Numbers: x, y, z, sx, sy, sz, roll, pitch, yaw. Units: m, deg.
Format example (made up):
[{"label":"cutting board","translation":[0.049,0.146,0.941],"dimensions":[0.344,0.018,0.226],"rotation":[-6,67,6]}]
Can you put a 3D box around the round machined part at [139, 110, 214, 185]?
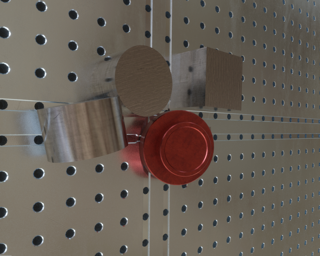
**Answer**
[{"label":"round machined part","translation":[0.026,0.025,0.399],"dimensions":[0.099,0.042,0.097],"rotation":[-1,92,-18]}]

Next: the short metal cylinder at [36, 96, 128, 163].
[{"label":"short metal cylinder","translation":[-0.076,-0.001,0.310],"dimensions":[0.081,0.080,0.050],"rotation":[-16,100,-39]}]

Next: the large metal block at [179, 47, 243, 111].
[{"label":"large metal block","translation":[0.076,-0.067,0.456],"dimensions":[0.081,0.050,0.080],"rotation":[3,88,-40]}]

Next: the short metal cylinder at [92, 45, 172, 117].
[{"label":"short metal cylinder","translation":[-0.032,-0.053,0.366],"dimensions":[0.081,0.050,0.079],"rotation":[0,90,-40]}]

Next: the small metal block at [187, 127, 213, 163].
[{"label":"small metal block","translation":[0.049,0.025,0.450],"dimensions":[0.050,0.025,0.050],"rotation":[-6,94,-40]}]
